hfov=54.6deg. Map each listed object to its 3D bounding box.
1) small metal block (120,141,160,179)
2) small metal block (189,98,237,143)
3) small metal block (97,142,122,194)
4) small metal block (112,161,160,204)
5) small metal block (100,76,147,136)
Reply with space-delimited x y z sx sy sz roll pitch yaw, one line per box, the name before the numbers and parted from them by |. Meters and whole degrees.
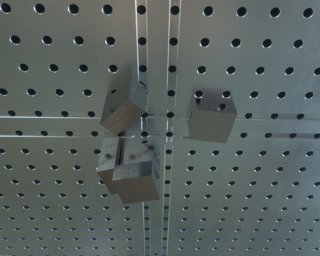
small metal block | -0.028 0.049 0.436 0.050 0.050 0.025 -13 129 11
small metal block | 0.067 -0.009 0.404 0.050 0.025 0.050 6 130 -5
small metal block | -0.065 0.058 0.444 0.025 0.050 0.050 -13 129 11
small metal block | -0.030 0.072 0.407 0.050 0.025 0.050 -9 130 7
small metal block | -0.043 -0.027 0.372 0.050 0.050 0.025 -37 121 27
